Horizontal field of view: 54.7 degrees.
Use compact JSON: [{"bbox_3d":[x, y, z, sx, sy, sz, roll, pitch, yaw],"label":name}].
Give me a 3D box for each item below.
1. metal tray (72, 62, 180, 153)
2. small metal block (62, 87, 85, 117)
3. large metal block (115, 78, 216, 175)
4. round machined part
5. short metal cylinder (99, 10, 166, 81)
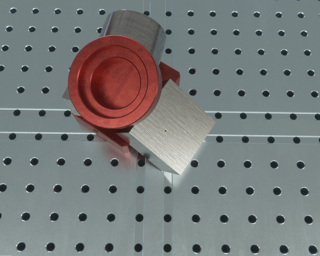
[{"bbox_3d":[-0.044,-0.043,0.425,0.090,0.030,0.130,33,73,11],"label":"metal tray"},{"bbox_3d":[-0.091,-0.044,0.380,0.025,0.050,0.050,18,71,6],"label":"small metal block"},{"bbox_3d":[0.007,-0.001,0.379,0.080,0.050,0.080,42,72,-19],"label":"large metal block"},{"bbox_3d":[-0.046,-0.048,0.340,0.098,0.042,0.097,0,90,11],"label":"round machined part"},{"bbox_3d":[-0.037,-0.099,0.386,0.080,0.080,0.050,13,71,4],"label":"short metal cylinder"}]
